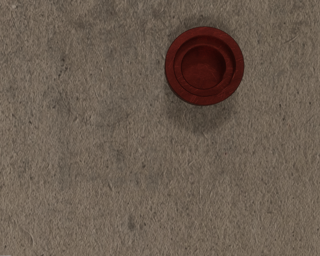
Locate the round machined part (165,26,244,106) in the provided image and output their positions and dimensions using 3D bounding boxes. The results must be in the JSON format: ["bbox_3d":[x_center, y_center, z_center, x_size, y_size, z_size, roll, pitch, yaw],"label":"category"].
[{"bbox_3d":[0.055,-0.077,0.402,0.099,0.042,0.097,0,90,-1],"label":"round machined part"}]
